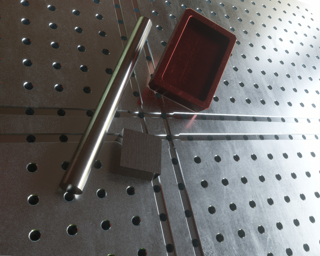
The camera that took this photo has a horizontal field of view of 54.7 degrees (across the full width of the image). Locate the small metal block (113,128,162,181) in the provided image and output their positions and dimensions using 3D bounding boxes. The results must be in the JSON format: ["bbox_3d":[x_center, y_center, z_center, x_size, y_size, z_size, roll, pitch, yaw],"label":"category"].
[{"bbox_3d":[-0.026,0.033,0.375,0.050,0.025,0.050,15,56,-20],"label":"small metal block"}]

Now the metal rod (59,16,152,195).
[{"bbox_3d":[-0.059,-0.053,0.409,0.025,0.025,0.300,26,52,-13],"label":"metal rod"}]

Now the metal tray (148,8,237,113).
[{"bbox_3d":[0.050,-0.100,0.461,0.090,0.030,0.130,26,77,-12],"label":"metal tray"}]

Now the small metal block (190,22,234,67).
[{"bbox_3d":[0.088,-0.142,0.528,0.025,0.050,0.050,-34,81,-40],"label":"small metal block"}]
